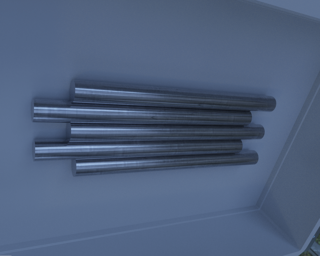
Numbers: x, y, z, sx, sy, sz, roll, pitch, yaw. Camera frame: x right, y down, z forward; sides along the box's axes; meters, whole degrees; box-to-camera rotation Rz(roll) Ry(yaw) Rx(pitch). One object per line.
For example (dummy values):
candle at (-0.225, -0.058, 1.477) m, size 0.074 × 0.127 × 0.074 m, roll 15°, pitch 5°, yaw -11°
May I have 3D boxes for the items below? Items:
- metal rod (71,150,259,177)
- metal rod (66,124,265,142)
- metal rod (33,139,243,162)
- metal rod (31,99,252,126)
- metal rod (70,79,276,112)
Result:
metal rod at (0.026, 0.049, 0.453) m, size 0.303 × 0.025 × 0.025 m, roll 1°, pitch 118°, yaw -29°
metal rod at (0.028, 0.005, 0.427) m, size 0.303 × 0.025 × 0.025 m, roll 1°, pitch 118°, yaw -29°
metal rod at (-0.009, 0.026, 0.420) m, size 0.303 × 0.025 × 0.025 m, roll 1°, pitch 118°, yaw -29°
metal rod at (-0.001, -0.017, 0.397) m, size 0.303 × 0.025 × 0.025 m, roll 1°, pitch 118°, yaw -29°
metal rod at (0.038, -0.038, 0.406) m, size 0.303 × 0.025 × 0.025 m, roll 1°, pitch 118°, yaw -29°
